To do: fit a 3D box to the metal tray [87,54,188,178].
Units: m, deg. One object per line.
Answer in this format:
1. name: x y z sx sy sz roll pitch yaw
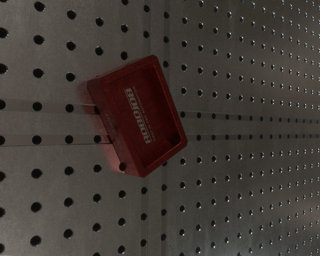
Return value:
1. metal tray: -0.023 -0.015 0.388 0.091 0.030 0.129 -34 111 -35
